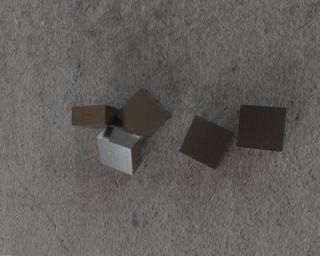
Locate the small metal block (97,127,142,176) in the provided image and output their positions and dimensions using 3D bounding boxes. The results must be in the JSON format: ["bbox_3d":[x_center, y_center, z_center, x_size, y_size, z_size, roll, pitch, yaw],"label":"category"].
[{"bbox_3d":[-0.053,0.030,0.414,0.050,0.025,0.050,18,134,19],"label":"small metal block"}]

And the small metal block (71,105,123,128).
[{"bbox_3d":[-0.085,-0.014,0.424,0.050,0.050,0.025,-2,84,20],"label":"small metal block"}]

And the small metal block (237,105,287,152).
[{"bbox_3d":[0.120,0.000,0.366,0.050,0.025,0.050,6,92,19],"label":"small metal block"}]

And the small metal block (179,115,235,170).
[{"bbox_3d":[0.059,0.017,0.388,0.050,0.025,0.050,27,99,18],"label":"small metal block"}]

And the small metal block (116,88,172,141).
[{"bbox_3d":[-0.022,-0.018,0.417,0.050,0.025,0.050,-46,76,14],"label":"small metal block"}]
